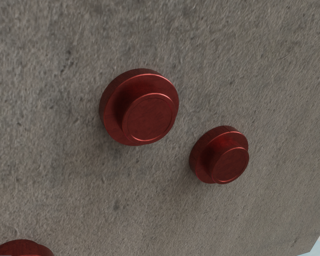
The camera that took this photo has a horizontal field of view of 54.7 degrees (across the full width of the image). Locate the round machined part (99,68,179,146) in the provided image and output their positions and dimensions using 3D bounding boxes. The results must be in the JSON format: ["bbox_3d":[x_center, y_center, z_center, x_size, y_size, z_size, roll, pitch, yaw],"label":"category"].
[{"bbox_3d":[-0.020,-0.019,0.375,0.099,0.042,0.097,-14,125,-21],"label":"round machined part"}]

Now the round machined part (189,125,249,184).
[{"bbox_3d":[0.098,0.048,0.482,0.099,0.042,0.097,-14,125,-21],"label":"round machined part"}]

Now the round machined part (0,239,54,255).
[{"bbox_3d":[-0.190,0.187,0.408,0.099,0.042,0.097,-14,125,-21],"label":"round machined part"}]
